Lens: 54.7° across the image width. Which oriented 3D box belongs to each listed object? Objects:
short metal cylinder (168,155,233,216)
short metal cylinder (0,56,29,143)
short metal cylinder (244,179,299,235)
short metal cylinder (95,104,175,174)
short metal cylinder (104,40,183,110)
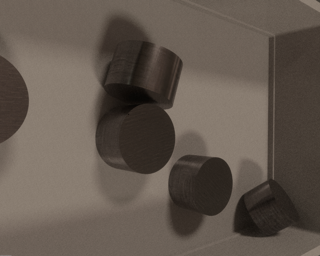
[{"bbox_3d":[0.059,0.080,0.442,0.081,0.050,0.079,0,90,-40],"label":"short metal cylinder"},{"bbox_3d":[-0.159,-0.023,0.258,0.081,0.050,0.079,0,90,-40],"label":"short metal cylinder"},{"bbox_3d":[0.189,0.134,0.527,0.080,0.050,0.080,38,28,-25],"label":"short metal cylinder"},{"bbox_3d":[-0.028,0.012,0.368,0.081,0.050,0.079,0,90,-40],"label":"short metal cylinder"},{"bbox_3d":[-0.018,-0.058,0.357,0.080,0.080,0.050,23,76,-38],"label":"short metal cylinder"}]
